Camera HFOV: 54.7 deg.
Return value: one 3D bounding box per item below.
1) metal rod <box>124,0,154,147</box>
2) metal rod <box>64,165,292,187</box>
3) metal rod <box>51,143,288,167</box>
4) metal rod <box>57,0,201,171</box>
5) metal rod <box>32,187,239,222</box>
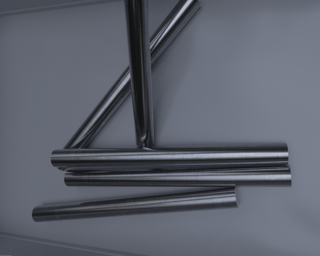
[{"bbox_3d":[-0.024,-0.106,0.339,0.025,0.025,0.298,11,125,19],"label":"metal rod"},{"bbox_3d":[0.009,0.065,0.406,0.301,0.025,0.025,-4,89,19],"label":"metal rod"},{"bbox_3d":[0.001,0.036,0.395,0.301,0.025,0.025,-2,89,14],"label":"metal rod"},{"bbox_3d":[-0.053,-0.055,0.427,0.025,0.025,0.299,44,103,14],"label":"metal rod"},{"bbox_3d":[-0.047,0.108,0.425,0.301,0.025,0.025,-10,87,19],"label":"metal rod"}]
